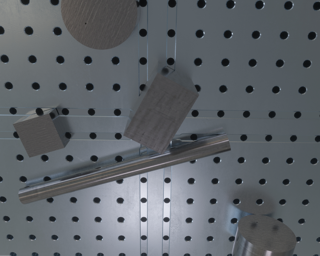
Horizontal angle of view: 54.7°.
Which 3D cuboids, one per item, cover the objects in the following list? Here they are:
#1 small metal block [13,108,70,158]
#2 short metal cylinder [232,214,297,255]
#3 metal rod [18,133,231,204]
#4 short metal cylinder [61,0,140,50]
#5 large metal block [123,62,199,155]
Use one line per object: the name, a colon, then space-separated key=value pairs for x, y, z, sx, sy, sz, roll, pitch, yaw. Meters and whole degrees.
small metal block: x=-0.157 y=0.006 z=0.414 sx=0.050 sy=0.025 sz=0.050 roll=-16 pitch=110 yaw=5
short metal cylinder: x=0.149 y=0.171 z=0.449 sx=0.081 sy=0.080 sz=0.050 roll=5 pitch=110 yaw=-2
metal rod: x=-0.052 y=0.058 z=0.434 sx=0.301 sy=0.025 sz=0.025 roll=-15 pitch=110 yaw=5
short metal cylinder: x=-0.064 y=-0.132 z=0.351 sx=0.081 sy=0.050 sz=0.079 roll=0 pitch=110 yaw=0
large metal block: x=0.000 y=-0.027 z=0.374 sx=0.050 sy=0.080 sz=0.080 roll=27 pitch=108 yaw=-10
